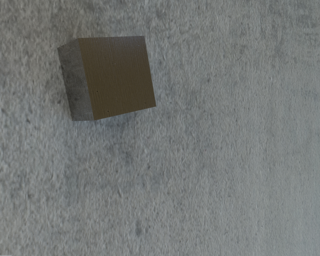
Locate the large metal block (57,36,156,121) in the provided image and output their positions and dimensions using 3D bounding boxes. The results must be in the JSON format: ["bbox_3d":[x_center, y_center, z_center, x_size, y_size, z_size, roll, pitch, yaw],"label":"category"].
[{"bbox_3d":[-0.057,-0.055,0.342,0.081,0.050,0.079,-16,101,-39],"label":"large metal block"}]
